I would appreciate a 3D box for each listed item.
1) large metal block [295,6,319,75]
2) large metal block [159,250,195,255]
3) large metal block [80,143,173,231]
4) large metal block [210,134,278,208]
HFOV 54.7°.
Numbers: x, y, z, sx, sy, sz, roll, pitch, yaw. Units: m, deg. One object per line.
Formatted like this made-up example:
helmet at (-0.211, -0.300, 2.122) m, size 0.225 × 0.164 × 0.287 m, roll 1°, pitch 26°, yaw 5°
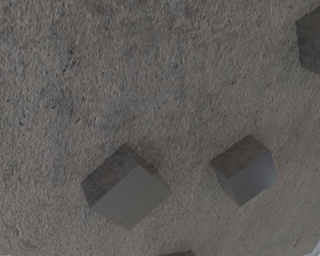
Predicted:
large metal block at (0.249, -0.132, 0.445) m, size 0.080 × 0.050 × 0.080 m, roll -34°, pitch 129°, yaw -6°
large metal block at (0.026, 0.283, 0.580) m, size 0.081 × 0.050 × 0.079 m, roll 4°, pitch 117°, yaw -30°
large metal block at (-0.044, 0.080, 0.416) m, size 0.080 × 0.050 × 0.080 m, roll -43°, pitch 130°, yaw 1°
large metal block at (0.139, 0.071, 0.510) m, size 0.080 × 0.050 × 0.080 m, roll -34°, pitch 129°, yaw -6°
